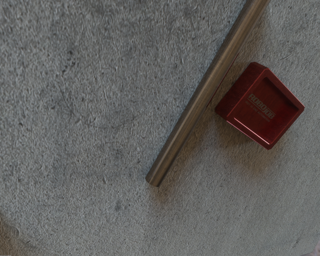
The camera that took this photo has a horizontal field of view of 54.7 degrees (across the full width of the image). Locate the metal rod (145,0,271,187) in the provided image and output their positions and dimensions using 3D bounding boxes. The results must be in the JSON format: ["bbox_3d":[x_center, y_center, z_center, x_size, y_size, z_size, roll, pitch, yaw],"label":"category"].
[{"bbox_3d":[0.060,-0.048,0.409,0.025,0.025,0.298,18,109,-35],"label":"metal rod"}]

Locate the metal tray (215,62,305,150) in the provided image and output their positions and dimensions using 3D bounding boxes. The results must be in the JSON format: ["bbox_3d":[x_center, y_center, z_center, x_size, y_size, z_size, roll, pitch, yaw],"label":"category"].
[{"bbox_3d":[0.154,-0.029,0.470,0.131,0.030,0.090,29,102,-38],"label":"metal tray"}]
